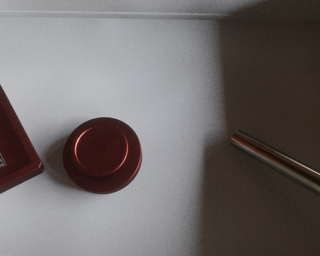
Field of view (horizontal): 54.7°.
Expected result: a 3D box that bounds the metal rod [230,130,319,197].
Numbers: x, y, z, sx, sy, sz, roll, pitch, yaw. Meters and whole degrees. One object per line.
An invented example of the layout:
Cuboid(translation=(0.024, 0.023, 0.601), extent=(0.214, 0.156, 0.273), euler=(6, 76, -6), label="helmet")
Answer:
Cuboid(translation=(0.198, 0.076, 0.313), extent=(0.025, 0.025, 0.300), euler=(-45, 49, -15), label="metal rod")

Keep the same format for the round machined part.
Cuboid(translation=(-0.073, 0.031, 0.388), extent=(0.099, 0.042, 0.098), euler=(0, 70, -1), label="round machined part")

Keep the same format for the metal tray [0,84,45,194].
Cuboid(translation=(-0.215, 0.016, 0.383), extent=(0.091, 0.030, 0.130), euler=(-28, 78, -21), label="metal tray")
